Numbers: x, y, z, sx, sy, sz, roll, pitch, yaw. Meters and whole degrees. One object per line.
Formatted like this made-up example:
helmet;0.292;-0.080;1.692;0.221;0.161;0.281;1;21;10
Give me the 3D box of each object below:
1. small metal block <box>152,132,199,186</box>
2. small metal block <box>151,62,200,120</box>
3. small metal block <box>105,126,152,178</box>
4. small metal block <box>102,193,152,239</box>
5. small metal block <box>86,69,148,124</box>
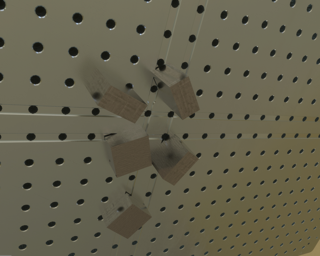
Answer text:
small metal block;0.018;0.042;0.430;0.050;0.050;0.025;-48;129;6
small metal block;0.019;-0.045;0.377;0.025;0.050;0.050;-31;129;-8
small metal block;-0.041;0.031;0.408;0.050;0.025;0.050;-18;126;-18
small metal block;-0.049;0.133;0.466;0.050;0.025;0.050;-43;129;1
small metal block;-0.049;-0.036;0.346;0.050;0.050;0.025;27;104;-37
